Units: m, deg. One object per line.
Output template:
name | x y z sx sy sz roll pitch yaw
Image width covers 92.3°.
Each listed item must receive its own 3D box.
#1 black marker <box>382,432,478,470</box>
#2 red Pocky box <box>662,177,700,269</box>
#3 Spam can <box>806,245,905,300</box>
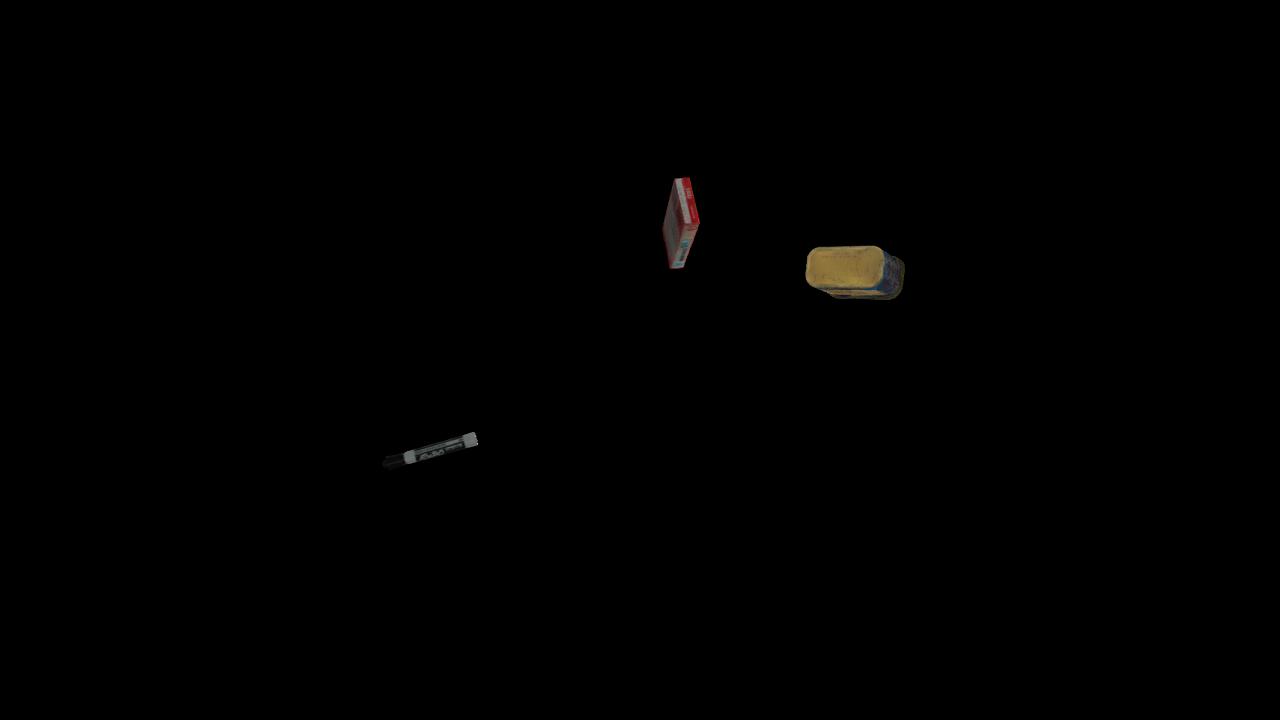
black marker | -0.275 0.120 0.808 0.121 0.020 0.020 -15 3 -11
red Pocky box | 0.064 -0.216 0.990 0.028 0.083 0.155 -8 -16 -8
Spam can | 0.273 -0.111 0.785 0.101 0.058 0.085 6 1 38
